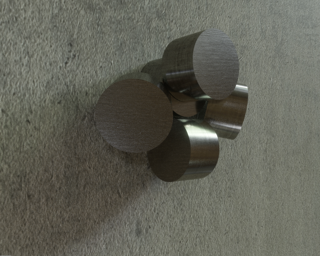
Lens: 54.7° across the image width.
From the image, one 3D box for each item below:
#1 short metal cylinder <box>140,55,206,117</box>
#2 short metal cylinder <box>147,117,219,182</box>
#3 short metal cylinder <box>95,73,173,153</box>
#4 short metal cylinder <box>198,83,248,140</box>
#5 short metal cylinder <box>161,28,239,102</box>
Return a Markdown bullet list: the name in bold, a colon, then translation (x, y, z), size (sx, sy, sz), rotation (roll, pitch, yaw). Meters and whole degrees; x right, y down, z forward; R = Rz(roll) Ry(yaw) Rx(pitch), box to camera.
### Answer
- **short metal cylinder**: translation (0.018, -0.054, 0.407), size (0.081, 0.050, 0.079), rotation (0, 90, -40)
- **short metal cylinder**: translation (0.028, 0.027, 0.395), size (0.050, 0.080, 0.079), rotation (2, 89, -40)
- **short metal cylinder**: translation (-0.026, -0.019, 0.343), size (0.081, 0.050, 0.079), rotation (0, 107, 1)
- **short metal cylinder**: translation (0.086, -0.027, 0.437), size (0.050, 0.080, 0.080), rotation (12, 81, -1)
- **short metal cylinder**: translation (0.049, -0.072, 0.366), size (0.081, 0.050, 0.079), rotation (0, 90, -40)
